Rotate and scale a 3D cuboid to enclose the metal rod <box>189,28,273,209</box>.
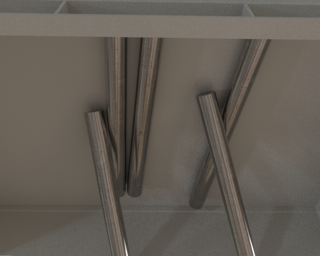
[{"bbox_3d":[0.083,0.013,0.420,0.025,0.025,0.298,7,130,-6],"label":"metal rod"}]

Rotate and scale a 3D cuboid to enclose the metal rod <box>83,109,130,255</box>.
[{"bbox_3d":[-0.063,0.124,0.420,0.025,0.025,0.298,-7,101,6],"label":"metal rod"}]

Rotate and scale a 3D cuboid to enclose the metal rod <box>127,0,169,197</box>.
[{"bbox_3d":[-0.022,-0.012,0.398,0.025,0.025,0.298,5,130,-5],"label":"metal rod"}]

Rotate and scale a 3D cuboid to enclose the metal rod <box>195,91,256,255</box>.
[{"bbox_3d":[0.097,0.097,0.411,0.025,0.025,0.298,-14,104,11],"label":"metal rod"}]

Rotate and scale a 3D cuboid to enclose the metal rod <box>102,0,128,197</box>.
[{"bbox_3d":[-0.055,-0.012,0.397,0.025,0.025,0.298,3,130,-3],"label":"metal rod"}]
